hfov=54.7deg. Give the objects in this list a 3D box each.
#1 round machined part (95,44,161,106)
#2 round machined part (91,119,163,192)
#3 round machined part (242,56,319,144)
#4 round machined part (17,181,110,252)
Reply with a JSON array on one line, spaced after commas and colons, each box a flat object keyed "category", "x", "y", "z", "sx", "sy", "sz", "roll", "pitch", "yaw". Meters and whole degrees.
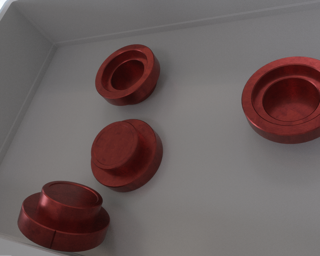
[{"category": "round machined part", "x": -0.044, "y": -0.074, "z": 0.463, "sx": 0.098, "sy": 0.042, "sz": 0.098, "roll": -13, "pitch": 56, "yaw": 21}, {"category": "round machined part", "x": -0.050, "y": 0.030, "z": 0.403, "sx": 0.098, "sy": 0.042, "sz": 0.098, "roll": -13, "pitch": 56, "yaw": 21}, {"category": "round machined part", "x": 0.143, "y": -0.026, "z": 0.336, "sx": 0.098, "sy": 0.042, "sz": 0.098, "roll": -13, "pitch": 56, "yaw": 21}, {"category": "round machined part", "x": -0.104, "y": 0.093, "z": 0.351, "sx": 0.098, "sy": 0.099, "sz": 0.042, "roll": 24, "pitch": 99, "yaw": 36}]
